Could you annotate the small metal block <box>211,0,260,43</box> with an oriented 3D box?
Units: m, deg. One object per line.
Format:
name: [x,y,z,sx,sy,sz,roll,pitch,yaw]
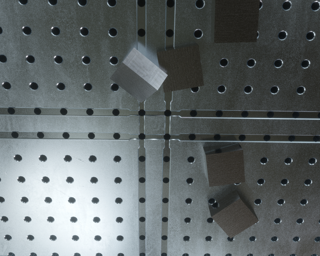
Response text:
small metal block: [0.088,-0.128,0.367,0.050,0.025,0.050,-2,110,0]

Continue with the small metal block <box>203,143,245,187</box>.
small metal block: [0.090,0.051,0.434,0.050,0.025,0.050,-8,110,2]

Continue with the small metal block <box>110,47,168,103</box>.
small metal block: [-0.027,-0.062,0.375,0.050,0.050,0.025,38,64,-13]

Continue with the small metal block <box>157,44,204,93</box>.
small metal block: [0.025,-0.075,0.386,0.050,0.025,0.050,-10,110,3]

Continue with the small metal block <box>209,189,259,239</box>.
small metal block: [0.110,0.128,0.462,0.050,0.025,0.050,-37,106,12]
